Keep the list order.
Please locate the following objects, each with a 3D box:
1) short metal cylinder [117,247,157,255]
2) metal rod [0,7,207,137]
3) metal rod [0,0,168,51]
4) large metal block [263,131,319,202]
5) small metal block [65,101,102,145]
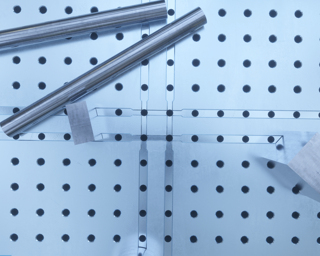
[{"bbox_3d":[-0.032,0.204,0.401,0.081,0.050,0.079,0,90,0],"label":"short metal cylinder"},{"bbox_3d":[-0.074,-0.074,0.412,0.301,0.025,0.025,-30,90,0],"label":"metal rod"},{"bbox_3d":[-0.140,-0.130,0.411,0.302,0.025,0.025,-11,90,0],"label":"metal rod"},{"bbox_3d":[0.189,0.049,0.387,0.080,0.080,0.050,42,90,0],"label":"large metal block"},{"bbox_3d":[-0.097,-0.006,0.400,0.025,0.050,0.050,-13,90,0],"label":"small metal block"}]
